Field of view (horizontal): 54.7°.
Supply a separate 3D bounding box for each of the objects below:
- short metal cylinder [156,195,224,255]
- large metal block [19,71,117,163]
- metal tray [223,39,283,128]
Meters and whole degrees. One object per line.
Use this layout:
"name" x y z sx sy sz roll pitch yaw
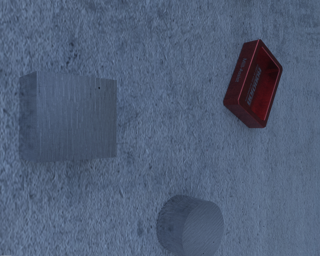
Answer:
"short metal cylinder" 0.042 0.136 0.424 0.081 0.050 0.079 0 90 -40
"large metal block" -0.092 -0.010 0.312 0.081 0.050 0.079 0 90 -40
"metal tray" 0.165 -0.075 0.539 0.090 0.030 0.130 35 68 -35
